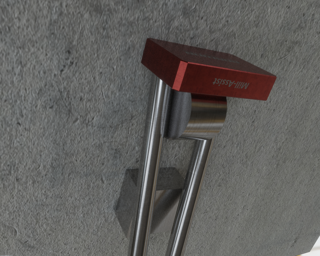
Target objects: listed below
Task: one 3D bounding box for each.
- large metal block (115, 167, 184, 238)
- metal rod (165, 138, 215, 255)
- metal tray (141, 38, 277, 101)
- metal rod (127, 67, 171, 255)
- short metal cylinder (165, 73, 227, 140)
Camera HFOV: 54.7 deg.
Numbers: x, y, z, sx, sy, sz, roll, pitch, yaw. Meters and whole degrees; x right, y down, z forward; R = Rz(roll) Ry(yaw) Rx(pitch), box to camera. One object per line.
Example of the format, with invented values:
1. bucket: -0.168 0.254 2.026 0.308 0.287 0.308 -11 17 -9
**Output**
1. large metal block: -0.012 0.106 0.450 0.081 0.050 0.079 2 118 -30
2. metal rod: 0.047 0.068 0.418 0.025 0.025 0.298 9 99 -33
3. metal tray: 0.055 -0.067 0.356 0.131 0.090 0.030 2 117 -30
4. metal rod: -0.015 0.065 0.383 0.025 0.025 0.298 2 102 -30
5. short metal cylinder: 0.036 -0.025 0.379 0.050 0.080 0.079 2 118 -30
